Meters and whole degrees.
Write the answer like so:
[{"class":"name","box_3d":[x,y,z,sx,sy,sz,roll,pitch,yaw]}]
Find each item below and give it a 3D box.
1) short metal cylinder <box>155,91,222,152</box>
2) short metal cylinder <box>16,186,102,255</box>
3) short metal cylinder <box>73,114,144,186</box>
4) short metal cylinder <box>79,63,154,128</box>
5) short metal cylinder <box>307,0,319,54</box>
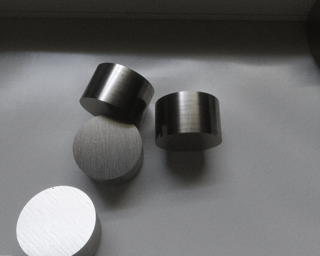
[{"class":"short metal cylinder","box_3d":[0.034,-0.005,0.382,0.081,0.080,0.050,-1,70,0]},{"class":"short metal cylinder","box_3d":[-0.109,0.112,0.344,0.081,0.050,0.080,1,55,-2]},{"class":"short metal cylinder","box_3d":[-0.061,0.029,0.385,0.081,0.050,0.080,0,70,0]},{"class":"short metal cylinder","box_3d":[-0.054,-0.038,0.394,0.080,0.080,0.050,20,71,7]},{"class":"short metal cylinder","box_3d":[0.251,-0.144,0.435,0.050,0.080,0.080,-1,70,0]}]
